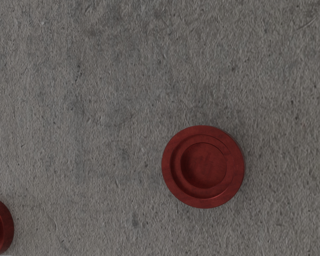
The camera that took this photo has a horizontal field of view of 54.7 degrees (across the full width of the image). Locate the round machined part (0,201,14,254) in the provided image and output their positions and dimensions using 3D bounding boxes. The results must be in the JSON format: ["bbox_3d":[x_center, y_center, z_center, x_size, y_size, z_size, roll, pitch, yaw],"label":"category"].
[{"bbox_3d":[-0.292,0.166,0.503,0.098,0.042,0.097,0,90,20],"label":"round machined part"}]

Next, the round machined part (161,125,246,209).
[{"bbox_3d":[0.055,0.045,0.380,0.098,0.042,0.097,0,90,20],"label":"round machined part"}]
